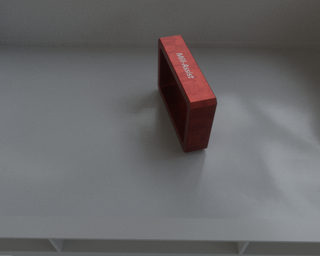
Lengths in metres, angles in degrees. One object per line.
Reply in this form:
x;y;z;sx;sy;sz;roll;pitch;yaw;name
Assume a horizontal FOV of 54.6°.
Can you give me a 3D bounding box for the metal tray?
0.029;-0.045;0.398;0.030;0.090;0.130;-12;51;-11;metal tray
